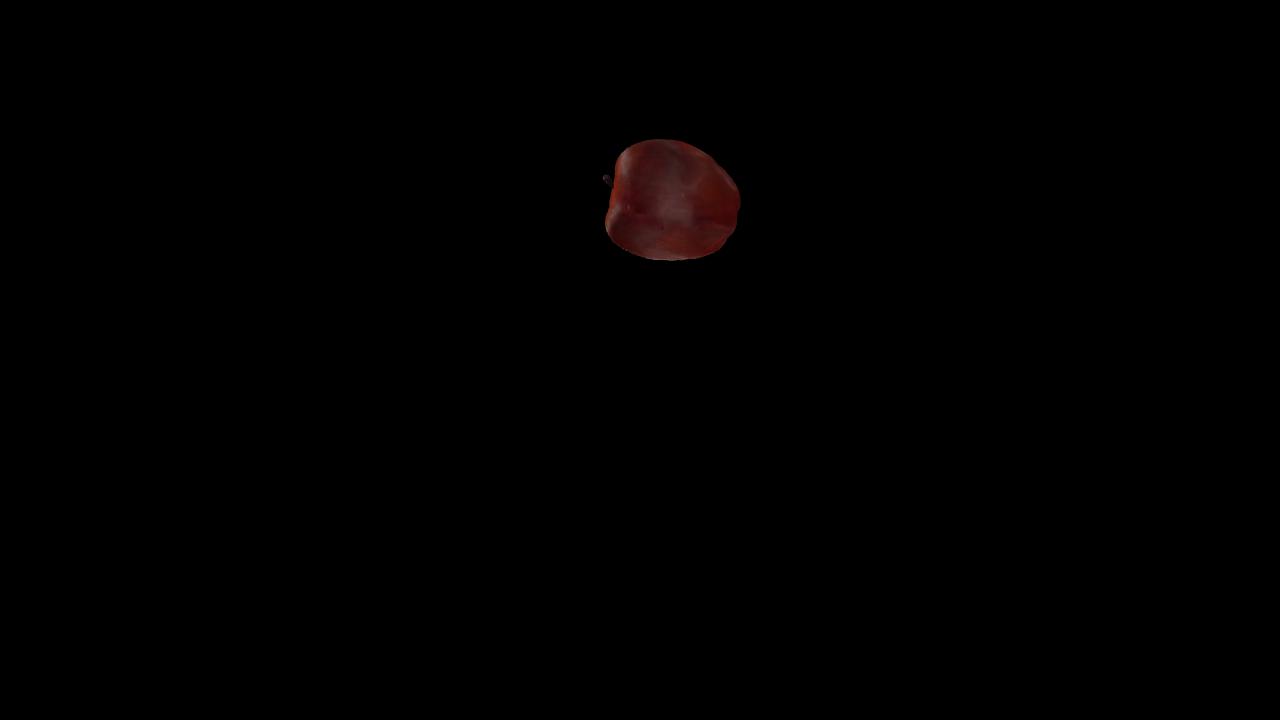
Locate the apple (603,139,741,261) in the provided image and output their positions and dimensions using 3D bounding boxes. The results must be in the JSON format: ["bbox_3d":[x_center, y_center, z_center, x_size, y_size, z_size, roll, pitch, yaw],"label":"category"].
[{"bbox_3d":[0.020,-0.107,0.413,0.093,0.079,0.079,13,-2,-9],"label":"apple"}]
